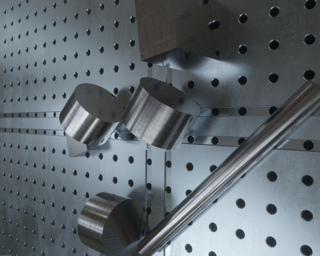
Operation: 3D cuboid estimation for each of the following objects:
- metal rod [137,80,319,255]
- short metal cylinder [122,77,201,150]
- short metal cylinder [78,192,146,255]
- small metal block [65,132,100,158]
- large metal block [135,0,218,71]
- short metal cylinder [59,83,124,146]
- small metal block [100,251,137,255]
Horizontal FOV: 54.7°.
[{"bbox_3d":[0.063,0.065,0.356,0.298,0.025,0.025,-51,60,28],"label":"metal rod"},{"bbox_3d":[0.001,-0.019,0.373,0.080,0.081,0.050,44,117,31],"label":"short metal cylinder"},{"bbox_3d":[-0.065,0.133,0.427,0.050,0.081,0.079,5,93,40],"label":"short metal cylinder"},{"bbox_3d":[-0.130,0.019,0.518,0.050,0.025,0.050,-21,77,38],"label":"small metal block"},{"bbox_3d":[0.020,-0.116,0.357,0.050,0.081,0.080,-10,84,39],"label":"large metal block"},{"bbox_3d":[-0.099,-0.020,0.455,0.050,0.081,0.080,-50,61,29],"label":"short metal cylinder"},{"bbox_3d":[-0.058,0.203,0.458,0.050,0.025,0.050,-32,71,35],"label":"small metal block"}]
